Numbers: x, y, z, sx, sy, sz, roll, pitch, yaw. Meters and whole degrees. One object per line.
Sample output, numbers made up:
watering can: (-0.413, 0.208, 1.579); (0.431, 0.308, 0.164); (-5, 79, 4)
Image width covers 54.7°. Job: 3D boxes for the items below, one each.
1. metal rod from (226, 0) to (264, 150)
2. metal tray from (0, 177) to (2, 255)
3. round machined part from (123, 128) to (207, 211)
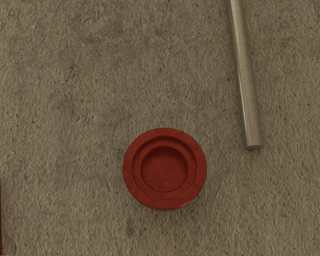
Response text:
metal rod: (0.118, -0.115, 0.451); (0.025, 0.025, 0.299); (-1, 70, -1)
metal tray: (-0.237, 0.121, 0.359); (0.091, 0.030, 0.130); (-11, 70, -4)
round machined part: (0.005, 0.052, 0.380); (0.099, 0.042, 0.098); (0, 70, 0)
